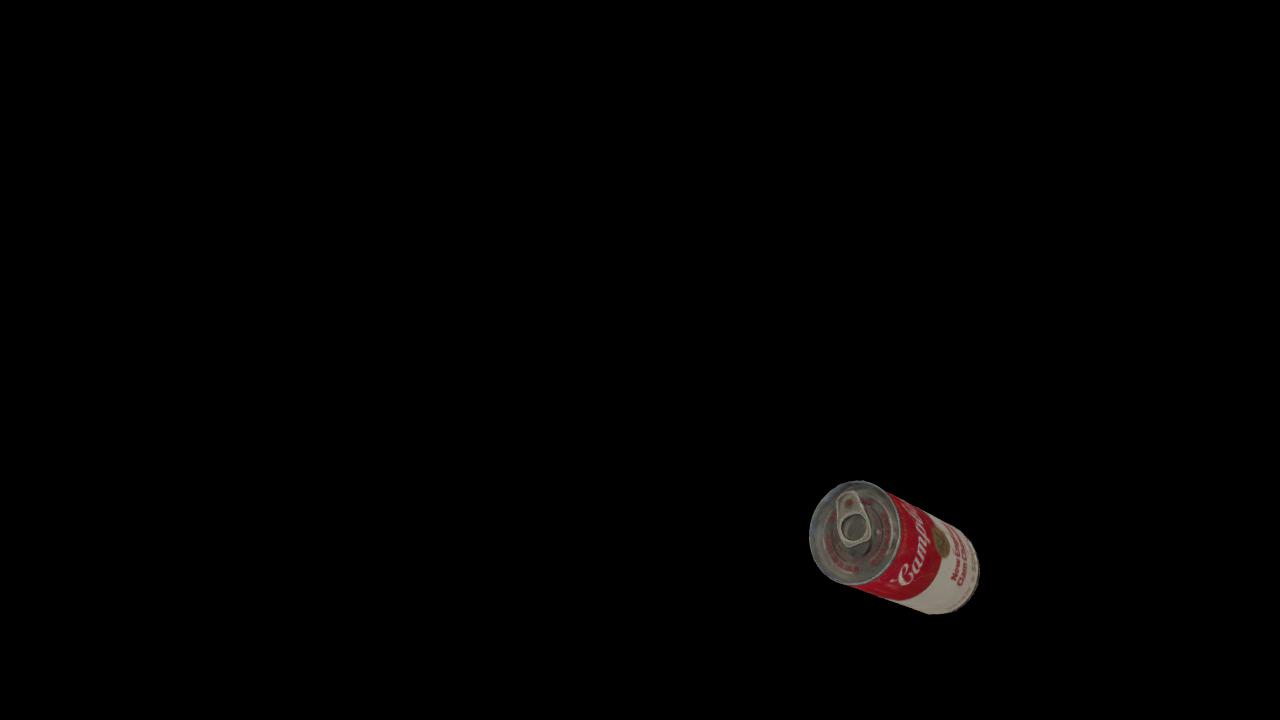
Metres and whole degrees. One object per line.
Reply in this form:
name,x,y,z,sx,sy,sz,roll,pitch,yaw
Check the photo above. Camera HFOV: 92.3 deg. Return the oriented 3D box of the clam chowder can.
clam chowder can,0.175,0.130,0.421,0.102,0.068,0.068,28,-15,-30
